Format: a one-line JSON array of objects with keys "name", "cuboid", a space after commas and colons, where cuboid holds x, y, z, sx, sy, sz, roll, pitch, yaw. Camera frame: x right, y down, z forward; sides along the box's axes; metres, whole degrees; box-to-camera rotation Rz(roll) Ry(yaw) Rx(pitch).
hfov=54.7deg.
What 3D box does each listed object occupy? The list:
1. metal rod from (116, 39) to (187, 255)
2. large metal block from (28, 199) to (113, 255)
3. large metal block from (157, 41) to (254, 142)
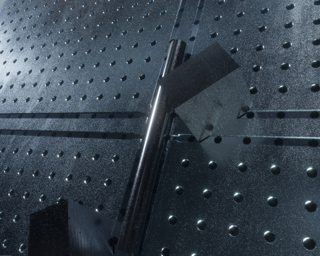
[{"name": "metal rod", "cuboid": [-0.004, 0.006, 0.406, 0.025, 0.025, 0.300, 0, 61, 28]}, {"name": "large metal block", "cuboid": [-0.095, 0.134, 0.340, 0.050, 0.080, 0.080, -24, 53, 14]}, {"name": "large metal block", "cuboid": [0.056, -0.040, 0.368, 0.080, 0.080, 0.050, -33, 52, 7]}]
